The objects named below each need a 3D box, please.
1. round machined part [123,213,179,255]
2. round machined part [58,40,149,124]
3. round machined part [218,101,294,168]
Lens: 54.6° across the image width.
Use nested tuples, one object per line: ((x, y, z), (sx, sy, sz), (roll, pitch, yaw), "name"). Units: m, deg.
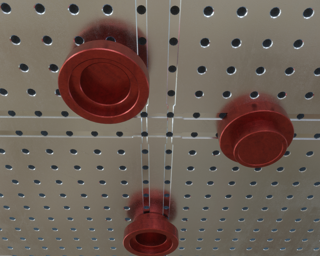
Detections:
((-0.016, 0.191, 0.562), (0.099, 0.042, 0.097), (0, 130, 0), "round machined part")
((-0.061, -0.055, 0.353), (0.099, 0.042, 0.097), (0, 130, 0), "round machined part")
((0.129, 0.016, 0.415), (0.099, 0.042, 0.097), (0, 130, 0), "round machined part")
